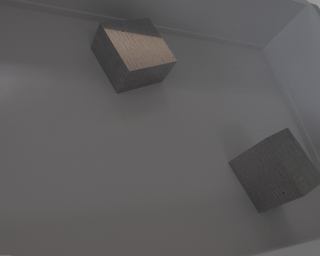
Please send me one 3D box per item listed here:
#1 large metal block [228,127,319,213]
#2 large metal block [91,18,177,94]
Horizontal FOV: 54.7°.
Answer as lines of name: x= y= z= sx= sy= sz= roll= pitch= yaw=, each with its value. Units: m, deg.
large metal block: x=0.152 y=0.058 z=0.417 sx=0.050 sy=0.080 sz=0.080 roll=-19 pitch=72 yaw=-35
large metal block: x=-0.037 y=-0.102 z=0.432 sx=0.081 sy=0.050 sz=0.080 roll=-21 pitch=73 yaw=-36
